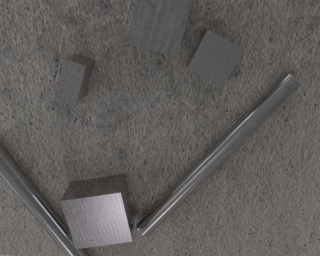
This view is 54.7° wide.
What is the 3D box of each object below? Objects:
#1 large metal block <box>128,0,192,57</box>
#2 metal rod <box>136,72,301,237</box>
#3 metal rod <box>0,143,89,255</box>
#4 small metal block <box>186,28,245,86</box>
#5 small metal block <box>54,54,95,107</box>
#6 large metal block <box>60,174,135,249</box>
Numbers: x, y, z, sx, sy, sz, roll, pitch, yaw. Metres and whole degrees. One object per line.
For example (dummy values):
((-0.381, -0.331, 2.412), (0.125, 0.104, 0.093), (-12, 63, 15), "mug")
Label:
((0.003, -0.127, 0.334), (0.050, 0.080, 0.079), (13, 110, -5), "large metal block")
((0.071, 0.045, 0.427), (0.025, 0.025, 0.299), (38, 105, -13), "metal rod")
((-0.163, 0.138, 0.458), (0.025, 0.025, 0.299), (-27, 108, 9), "metal rod")
((0.066, -0.086, 0.379), (0.050, 0.025, 0.050), (25, 108, -9), "small metal block")
((-0.102, -0.059, 0.374), (0.025, 0.050, 0.050), (17, 109, -6), "small metal block")
((-0.084, 0.117, 0.439), (0.080, 0.050, 0.079), (-9, 110, 3), "large metal block")
